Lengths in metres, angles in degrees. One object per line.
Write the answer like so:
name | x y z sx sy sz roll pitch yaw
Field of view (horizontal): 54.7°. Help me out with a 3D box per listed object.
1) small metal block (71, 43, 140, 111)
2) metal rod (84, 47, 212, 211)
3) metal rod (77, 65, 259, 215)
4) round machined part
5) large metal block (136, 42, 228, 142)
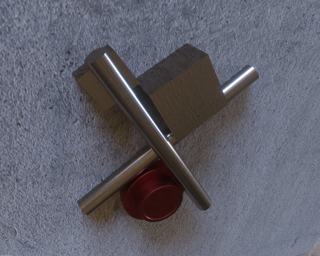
small metal block | -0.060 -0.056 0.344 0.050 0.025 0.050 -40 130 -1
metal rod | 0.004 0.025 0.394 0.025 0.025 0.300 -38 130 -3
metal rod | 0.013 0.015 0.428 0.301 0.025 0.025 -39 130 -2
round machined part | -0.005 0.099 0.457 0.099 0.042 0.097 -14 125 -21
large metal block | 0.027 -0.044 0.383 0.080 0.050 0.080 -36 130 -5
